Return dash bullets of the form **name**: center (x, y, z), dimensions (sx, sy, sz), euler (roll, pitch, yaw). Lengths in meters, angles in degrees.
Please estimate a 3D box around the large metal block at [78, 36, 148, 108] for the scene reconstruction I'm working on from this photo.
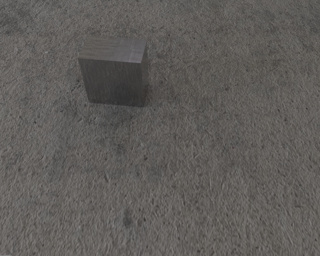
- **large metal block**: center (-0.060, -0.078, 0.433), dimensions (0.080, 0.080, 0.050), euler (5, 50, 4)
